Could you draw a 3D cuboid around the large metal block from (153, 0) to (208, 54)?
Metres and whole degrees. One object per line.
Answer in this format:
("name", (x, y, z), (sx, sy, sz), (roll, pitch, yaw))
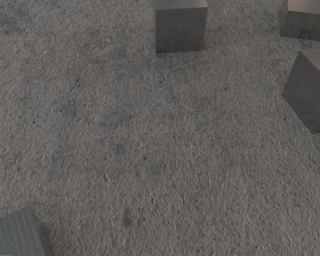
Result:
("large metal block", (0.030, -0.174, 0.514), (0.081, 0.080, 0.050), (-5, 50, -4))

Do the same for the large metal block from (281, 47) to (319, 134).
("large metal block", (0.216, -0.051, 0.412), (0.050, 0.080, 0.080), (-13, 51, -10))

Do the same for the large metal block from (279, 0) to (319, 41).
("large metal block", (0.265, -0.205, 0.561), (0.080, 0.050, 0.080), (10, 51, 8))

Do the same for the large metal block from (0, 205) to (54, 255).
("large metal block", (-0.139, 0.130, 0.276), (0.081, 0.050, 0.080), (-23, 54, -19))
